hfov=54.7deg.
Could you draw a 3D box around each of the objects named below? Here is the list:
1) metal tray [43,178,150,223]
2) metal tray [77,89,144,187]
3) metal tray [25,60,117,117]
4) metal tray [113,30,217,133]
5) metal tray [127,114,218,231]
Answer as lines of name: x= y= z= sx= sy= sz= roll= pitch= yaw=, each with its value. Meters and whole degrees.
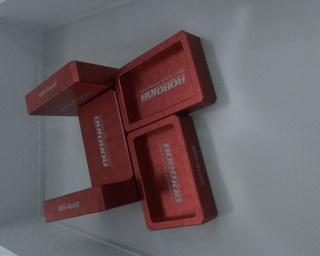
metal tray: x=-0.089 y=0.100 z=0.431 sx=0.130 sy=0.091 sz=0.030 roll=-22 pitch=77 yaw=37
metal tray: x=-0.073 y=0.018 z=0.458 sx=0.090 sy=0.030 sz=0.129 roll=-22 pitch=76 yaw=37
metal tray: x=-0.127 y=-0.053 z=0.461 sx=0.130 sy=0.091 sz=0.030 roll=-23 pitch=76 yaw=37
metal tray: x=0.000 y=-0.054 z=0.399 sx=0.130 sy=0.030 sz=0.090 roll=-22 pitch=77 yaw=37
metal tray: x=0.011 y=0.057 z=0.390 sx=0.090 sy=0.030 sz=0.129 roll=-22 pitch=76 yaw=37
